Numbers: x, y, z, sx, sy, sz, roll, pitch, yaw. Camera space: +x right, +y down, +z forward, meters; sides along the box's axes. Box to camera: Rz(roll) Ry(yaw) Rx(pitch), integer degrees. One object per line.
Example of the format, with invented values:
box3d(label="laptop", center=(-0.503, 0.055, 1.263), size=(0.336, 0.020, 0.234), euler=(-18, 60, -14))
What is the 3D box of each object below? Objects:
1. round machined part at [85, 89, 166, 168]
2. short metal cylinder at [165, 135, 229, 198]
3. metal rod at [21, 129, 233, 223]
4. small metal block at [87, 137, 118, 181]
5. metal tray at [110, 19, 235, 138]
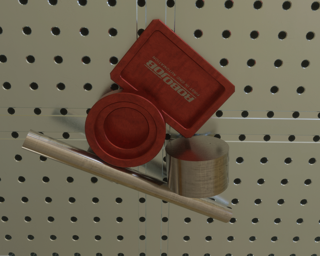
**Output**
box3d(label="round machined part", center=(-0.041, -0.002, 0.394), size=(0.099, 0.042, 0.097), euler=(0, 110, 1))
box3d(label="short metal cylinder", center=(0.048, 0.047, 0.401), size=(0.081, 0.080, 0.050), euler=(-4, 110, 1))
box3d(label="metal rod", center=(-0.030, 0.072, 0.418), size=(0.302, 0.025, 0.025), euler=(24, 108, -18))
box3d(label="small metal block", center=(-0.076, 0.040, 0.427), size=(0.050, 0.025, 0.050), euler=(27, 108, -10))
box3d(label="metal tray", center=(0.016, -0.060, 0.388), size=(0.130, 0.030, 0.090), euler=(38, 105, -13))
